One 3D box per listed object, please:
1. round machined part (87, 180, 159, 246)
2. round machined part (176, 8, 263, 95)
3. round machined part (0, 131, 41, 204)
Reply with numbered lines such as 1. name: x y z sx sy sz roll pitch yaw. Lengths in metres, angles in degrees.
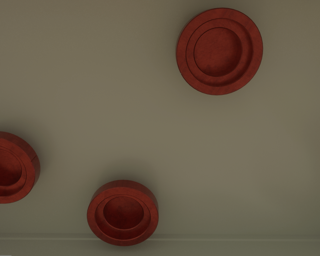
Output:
1. round machined part: -0.051 0.117 0.445 0.099 0.042 0.097 0 110 -1
2. round machined part: 0.067 -0.091 0.370 0.099 0.042 0.097 0 110 -1
3. round machined part: -0.211 0.049 0.417 0.099 0.042 0.097 0 110 -1
